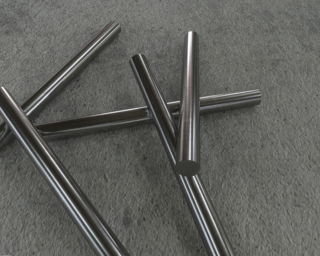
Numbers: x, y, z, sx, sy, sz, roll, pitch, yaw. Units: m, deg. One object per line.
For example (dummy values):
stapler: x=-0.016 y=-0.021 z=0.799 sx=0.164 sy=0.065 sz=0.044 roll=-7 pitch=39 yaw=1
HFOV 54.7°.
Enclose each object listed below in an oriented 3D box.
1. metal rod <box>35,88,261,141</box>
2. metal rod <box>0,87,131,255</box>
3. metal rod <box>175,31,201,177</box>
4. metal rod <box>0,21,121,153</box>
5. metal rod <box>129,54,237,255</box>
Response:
metal rod: x=-0.009 y=-0.019 z=0.418 sx=0.302 sy=0.025 sz=0.025 roll=-10 pitch=51 yaw=-9
metal rod: x=-0.111 y=0.054 z=0.338 sx=0.025 sy=0.025 sz=0.300 roll=-33 pitch=63 yaw=-25
metal rod: x=0.041 y=-0.057 z=0.421 sx=0.025 sy=0.025 sz=0.300 roll=4 pitch=41 yaw=3
metal rod: x=-0.145 y=-0.077 z=0.466 sx=0.025 sy=0.025 sz=0.301 roll=20 pitch=53 yaw=16
metal rod: x=0.019 y=0.024 z=0.360 sx=0.025 sy=0.025 sz=0.299 roll=-15 pitch=59 yaw=-12
